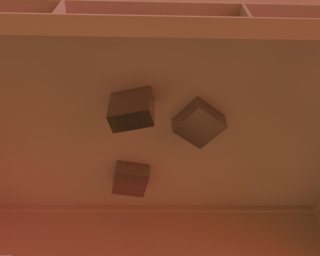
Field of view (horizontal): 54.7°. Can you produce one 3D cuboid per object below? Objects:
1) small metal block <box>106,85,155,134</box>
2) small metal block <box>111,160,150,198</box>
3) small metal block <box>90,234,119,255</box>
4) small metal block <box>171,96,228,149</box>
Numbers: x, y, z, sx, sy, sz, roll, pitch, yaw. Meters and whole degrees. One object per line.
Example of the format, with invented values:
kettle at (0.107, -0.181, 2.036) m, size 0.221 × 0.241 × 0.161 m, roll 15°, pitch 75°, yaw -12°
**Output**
small metal block at (-0.034, -0.023, 0.373) m, size 0.050 × 0.050 × 0.025 m, roll -10°, pitch 130°, yaw 8°
small metal block at (-0.045, 0.079, 0.476) m, size 0.050 × 0.025 × 0.050 m, roll 9°, pitch 130°, yaw -9°
small metal block at (-0.109, 0.236, 0.611) m, size 0.050 × 0.025 × 0.050 m, roll 8°, pitch 130°, yaw -7°
small metal block at (0.051, -0.006, 0.405) m, size 0.050 × 0.025 × 0.050 m, roll 32°, pitch 123°, yaw -25°
